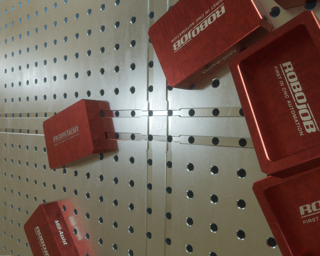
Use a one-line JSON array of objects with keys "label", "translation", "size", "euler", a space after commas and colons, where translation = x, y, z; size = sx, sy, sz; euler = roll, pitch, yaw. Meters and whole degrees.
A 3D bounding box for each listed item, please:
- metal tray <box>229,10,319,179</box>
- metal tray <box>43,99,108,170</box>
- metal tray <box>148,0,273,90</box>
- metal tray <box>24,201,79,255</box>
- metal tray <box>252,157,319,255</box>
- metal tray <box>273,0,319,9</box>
[{"label": "metal tray", "translation": [0.122, -0.030, 0.284], "size": [0.090, 0.030, 0.130], "euler": [-31, 56, 36]}, {"label": "metal tray", "translation": [-0.149, 0.014, 0.531], "size": [0.130, 0.030, 0.090], "euler": [-21, 77, 38]}, {"label": "metal tray", "translation": [0.052, -0.115, 0.364], "size": [0.130, 0.030, 0.090], "euler": [-32, 70, 35]}, {"label": "metal tray", "translation": [-0.204, 0.215, 0.576], "size": [0.090, 0.030, 0.130], "euler": [-48, 62, 29]}, {"label": "metal tray", "translation": [0.160, 0.068, 0.274], "size": [0.130, 0.030, 0.090], "euler": [-33, 70, 35]}, {"label": "metal tray", "translation": [0.165, -0.167, 0.270], "size": [0.130, 0.030, 0.090], "euler": [1, 91, 40]}]
